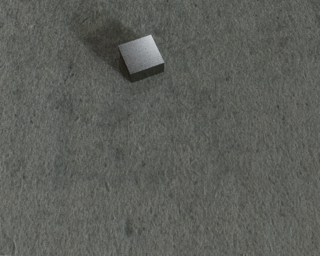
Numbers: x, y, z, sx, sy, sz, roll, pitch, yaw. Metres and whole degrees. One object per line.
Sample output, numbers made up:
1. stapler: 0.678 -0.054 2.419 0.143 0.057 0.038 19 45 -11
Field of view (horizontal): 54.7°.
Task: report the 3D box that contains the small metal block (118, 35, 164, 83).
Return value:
1. small metal block: -0.027 -0.099 0.444 0.050 0.025 0.050 -21 72 -8
